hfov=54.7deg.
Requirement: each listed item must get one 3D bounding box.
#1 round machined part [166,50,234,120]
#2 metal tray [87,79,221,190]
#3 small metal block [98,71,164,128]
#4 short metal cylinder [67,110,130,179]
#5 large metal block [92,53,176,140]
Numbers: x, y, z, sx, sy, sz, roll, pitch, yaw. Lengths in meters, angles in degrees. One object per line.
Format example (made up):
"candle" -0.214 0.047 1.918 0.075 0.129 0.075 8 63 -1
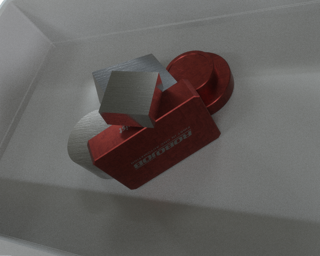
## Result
"round machined part" 0.044 -0.063 0.407 0.098 0.042 0.098 -13 56 20
"metal tray" -0.003 0.013 0.354 0.130 0.090 0.030 -33 51 6
"small metal block" -0.028 -0.029 0.313 0.050 0.025 0.050 4 62 15
"short metal cylinder" -0.074 0.022 0.411 0.080 0.050 0.080 -13 56 20
"large metal block" -0.027 -0.039 0.379 0.081 0.050 0.080 -22 49 -16
